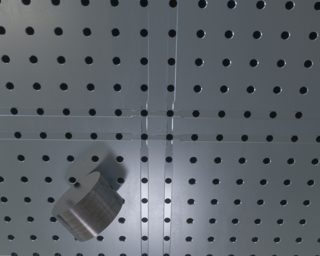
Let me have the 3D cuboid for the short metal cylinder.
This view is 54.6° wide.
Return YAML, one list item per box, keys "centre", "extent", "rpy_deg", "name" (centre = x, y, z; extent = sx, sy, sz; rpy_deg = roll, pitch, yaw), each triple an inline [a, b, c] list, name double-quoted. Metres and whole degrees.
- centre: [-0.098, 0.105, 0.422]
  extent: [0.080, 0.080, 0.050]
  rpy_deg: [-34, 107, 11]
  name: "short metal cylinder"
